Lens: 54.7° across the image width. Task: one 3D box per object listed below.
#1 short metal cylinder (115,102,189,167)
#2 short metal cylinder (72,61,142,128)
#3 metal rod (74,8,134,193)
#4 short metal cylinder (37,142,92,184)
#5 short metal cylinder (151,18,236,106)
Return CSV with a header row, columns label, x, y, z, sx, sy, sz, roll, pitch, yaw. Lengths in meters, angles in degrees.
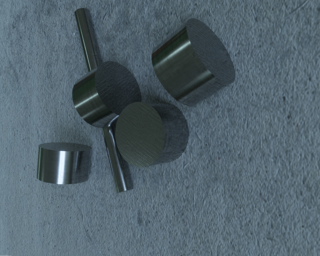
label,x,y,z,sx,sy,sz,roll,pitch,yaw
short metal cylinder,-0.011,0.007,0.396,0.080,0.050,0.079,1,92,38
short metal cylinder,-0.072,-0.045,0.429,0.050,0.081,0.080,-22,76,38
metal rod,-0.089,-0.050,0.478,0.025,0.025,0.299,-25,74,37
short metal cylinder,-0.152,0.054,0.495,0.080,0.081,0.050,10,97,39
short metal cylinder,0.037,-0.071,0.338,0.050,0.081,0.080,-32,71,35
